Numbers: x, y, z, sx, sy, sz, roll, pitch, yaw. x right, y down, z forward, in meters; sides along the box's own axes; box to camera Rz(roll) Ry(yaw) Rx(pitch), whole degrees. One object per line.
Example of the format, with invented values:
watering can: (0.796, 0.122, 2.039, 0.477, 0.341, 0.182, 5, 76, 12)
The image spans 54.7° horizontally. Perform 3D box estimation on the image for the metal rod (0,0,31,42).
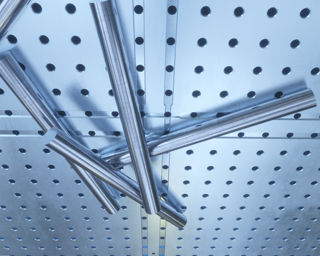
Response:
metal rod: (-0.189, -0.091, 0.330, 0.299, 0.025, 0.025, -37, 122, 26)

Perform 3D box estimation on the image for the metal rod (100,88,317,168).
metal rod: (0.050, 0.008, 0.419, 0.301, 0.025, 0.025, -18, 128, 14)

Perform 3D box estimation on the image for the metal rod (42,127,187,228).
metal rod: (-0.046, 0.088, 0.459, 0.025, 0.025, 0.300, -28, 134, 21)

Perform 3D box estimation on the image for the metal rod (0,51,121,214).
metal rod: (-0.128, 0.029, 0.434, 0.025, 0.025, 0.299, -15, 129, 12)

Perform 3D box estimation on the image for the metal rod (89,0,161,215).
metal rod: (-0.034, -0.003, 0.384, 0.025, 0.025, 0.298, -7, 123, 5)
